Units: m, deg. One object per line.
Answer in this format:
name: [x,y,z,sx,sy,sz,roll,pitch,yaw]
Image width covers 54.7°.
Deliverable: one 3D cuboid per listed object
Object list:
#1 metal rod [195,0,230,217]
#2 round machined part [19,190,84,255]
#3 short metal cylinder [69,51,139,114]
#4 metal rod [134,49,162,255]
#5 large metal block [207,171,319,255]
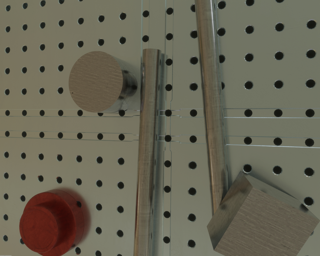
metal rod: [0.066,-0.035,0.388,0.025,0.025,0.298,-5,88,19]
round machined part: [-0.167,0.145,0.461,0.098,0.042,0.097,0,90,19]
short metal cylinder: [-0.076,-0.060,0.425,0.080,0.050,0.079,0,90,19]
metal rod: [-0.018,0.045,0.417,0.025,0.025,0.298,3,91,19]
large metal block: [0.111,0.107,0.346,0.080,0.050,0.080,27,100,-5]
